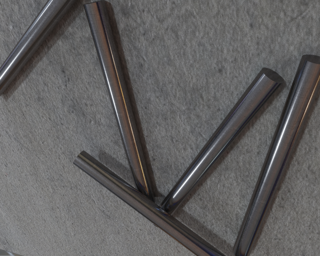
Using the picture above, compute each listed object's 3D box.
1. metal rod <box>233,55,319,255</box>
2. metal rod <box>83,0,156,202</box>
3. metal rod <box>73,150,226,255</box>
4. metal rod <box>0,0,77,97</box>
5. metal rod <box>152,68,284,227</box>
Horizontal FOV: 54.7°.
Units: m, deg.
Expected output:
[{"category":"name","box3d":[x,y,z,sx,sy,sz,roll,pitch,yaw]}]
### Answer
[{"category":"metal rod","box3d":[0.133,0.059,0.372,0.025,0.025,0.298,18,126,17]},{"category":"metal rod","box3d":[-0.048,-0.014,0.421,0.025,0.025,0.298,2,120,27]},{"category":"metal rod","box3d":[0.001,0.131,0.452,0.301,0.025,0.025,36,129,3]},{"category":"metal rod","box3d":[-0.178,-0.117,0.425,0.299,0.025,0.025,-31,102,37]},{"category":"metal rod","box3d":[0.055,0.048,0.405,0.025,0.025,0.298,34,129,5]}]
